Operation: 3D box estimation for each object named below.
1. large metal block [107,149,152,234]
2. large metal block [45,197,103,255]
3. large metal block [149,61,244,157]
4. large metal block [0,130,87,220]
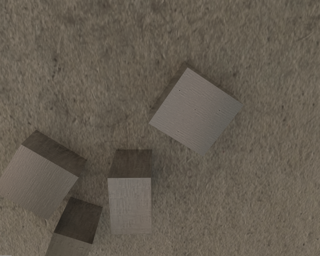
[{"bbox_3d":[-0.036,0.081,0.410,0.050,0.080,0.079,0,110,0],"label":"large metal block"},{"bbox_3d":[-0.124,0.159,0.437,0.050,0.080,0.079,21,109,-8],"label":"large metal block"},{"bbox_3d":[0.042,-0.025,0.388,0.080,0.050,0.080,32,107,-12],"label":"large metal block"},{"bbox_3d":[-0.159,0.063,0.417,0.080,0.050,0.080,34,106,-12],"label":"large metal block"}]
